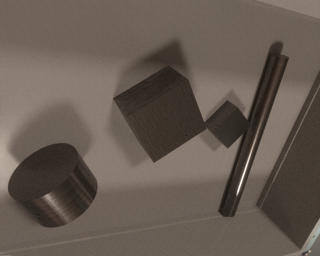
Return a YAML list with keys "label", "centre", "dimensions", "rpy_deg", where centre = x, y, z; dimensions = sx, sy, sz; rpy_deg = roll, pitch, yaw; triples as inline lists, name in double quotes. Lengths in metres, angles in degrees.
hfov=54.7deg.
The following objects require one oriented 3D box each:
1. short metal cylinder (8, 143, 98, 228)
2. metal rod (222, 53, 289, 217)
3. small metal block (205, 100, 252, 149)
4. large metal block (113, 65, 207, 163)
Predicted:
- label: "short metal cylinder"
  centre: [-0.118, 0.063, 0.348]
  dimensions: [0.080, 0.080, 0.050]
  rpy_deg: [-30, 129, -10]
- label: "metal rod"
  centre: [0.150, 0.027, 0.509]
  dimensions: [0.025, 0.025, 0.298]
  rpy_deg: [-6, 121, -26]
- label: "small metal block"
  centre: [0.101, -0.005, 0.463]
  dimensions: [0.050, 0.025, 0.050]
  rpy_deg: [-45, 130, 3]
- label: "large metal block"
  centre: [0.001, -0.017, 0.384]
  dimensions: [0.080, 0.050, 0.080]
  rpy_deg: [-33, 129, -8]
